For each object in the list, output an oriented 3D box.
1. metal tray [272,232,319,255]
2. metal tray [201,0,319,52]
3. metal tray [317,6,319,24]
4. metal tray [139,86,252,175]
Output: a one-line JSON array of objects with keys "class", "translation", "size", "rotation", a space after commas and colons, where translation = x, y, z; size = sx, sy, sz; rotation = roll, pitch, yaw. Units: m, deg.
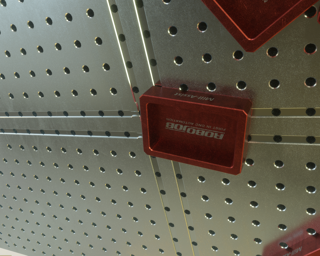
[{"class": "metal tray", "translation": [0.211, 0.201, 0.421], "size": [0.090, 0.030, 0.129], "rotation": [39, 129, 1]}, {"class": "metal tray", "translation": [0.076, -0.146, 0.277], "size": [0.130, 0.030, 0.090], "rotation": [47, 129, -5]}, {"class": "metal tray", "translation": [0.208, -0.076, 0.251], "size": [0.130, 0.030, 0.090], "rotation": [47, 129, -5]}, {"class": "metal tray", "translation": [0.042, 0.002, 0.385], "size": [0.130, 0.030, 0.089], "rotation": [11, 123, 21]}]
